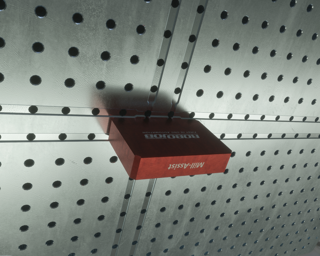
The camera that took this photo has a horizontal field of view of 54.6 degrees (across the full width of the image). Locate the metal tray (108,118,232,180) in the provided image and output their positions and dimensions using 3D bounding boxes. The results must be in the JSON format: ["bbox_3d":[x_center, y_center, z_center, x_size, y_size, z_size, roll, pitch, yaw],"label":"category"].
[{"bbox_3d":[0.012,0.022,0.388,0.131,0.090,0.030,0,119,-28],"label":"metal tray"}]
